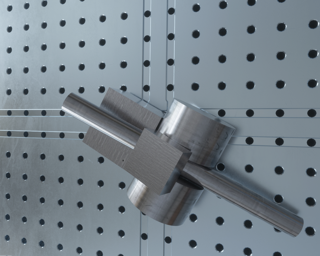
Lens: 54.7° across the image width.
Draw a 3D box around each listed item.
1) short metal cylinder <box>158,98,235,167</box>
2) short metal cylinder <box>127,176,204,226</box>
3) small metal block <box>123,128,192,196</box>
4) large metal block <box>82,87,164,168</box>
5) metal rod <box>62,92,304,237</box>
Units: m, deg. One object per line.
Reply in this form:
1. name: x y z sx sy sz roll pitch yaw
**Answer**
1. short metal cylinder: 0.041 0.004 0.366 0.080 0.080 0.050 29 100 17
2. short metal cylinder: 0.007 0.073 0.377 0.080 0.080 0.050 32 100 17
3. small metal block: -0.003 0.034 0.326 0.050 0.025 0.050 32 101 25
4. large metal block: -0.041 0.003 0.408 0.080 0.050 0.080 31 100 17
5. metal rod: 0.024 0.041 0.358 0.301 0.025 0.025 29 100 2
